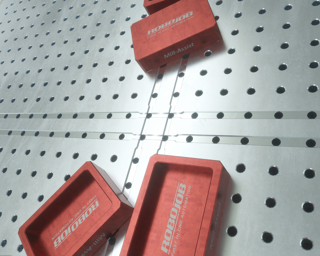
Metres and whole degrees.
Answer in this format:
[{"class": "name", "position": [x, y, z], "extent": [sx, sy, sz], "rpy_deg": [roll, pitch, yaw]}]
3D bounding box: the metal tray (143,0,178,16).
[{"class": "metal tray", "position": [0.022, -0.261, 0.551], "extent": [0.090, 0.030, 0.130], "rpy_deg": [-9, 58, 22]}]

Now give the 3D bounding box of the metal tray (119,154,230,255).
[{"class": "metal tray", "position": [0.017, 0.096, 0.335], "extent": [0.090, 0.030, 0.130], "rpy_deg": [3, 63, 29]}]

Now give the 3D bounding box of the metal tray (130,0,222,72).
[{"class": "metal tray", "position": [0.021, -0.151, 0.485], "extent": [0.130, 0.030, 0.090], "rpy_deg": [-21, 54, 15]}]

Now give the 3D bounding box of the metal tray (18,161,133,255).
[{"class": "metal tray", "position": [-0.107, 0.117, 0.387], "extent": [0.130, 0.030, 0.090], "rpy_deg": [-45, 51, -4]}]
